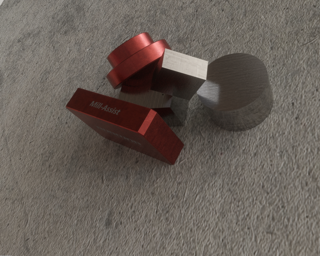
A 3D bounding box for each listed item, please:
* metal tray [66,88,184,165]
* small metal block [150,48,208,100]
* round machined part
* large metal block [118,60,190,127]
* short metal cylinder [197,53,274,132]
[{"bbox_3d":[-0.044,-0.002,0.387,0.130,0.090,0.030,18,72,35],"label":"metal tray"},{"bbox_3d":[0.021,-0.060,0.356,0.050,0.050,0.025,14,65,-11],"label":"small metal block"},{"bbox_3d":[-0.035,-0.098,0.436,0.098,0.098,0.042,-32,96,7],"label":"round machined part"},{"bbox_3d":[-0.005,-0.047,0.422,0.080,0.050,0.080,-1,61,27],"label":"large metal block"},{"bbox_3d":[0.090,-0.042,0.369,0.080,0.050,0.080,-13,56,21],"label":"short metal cylinder"}]
